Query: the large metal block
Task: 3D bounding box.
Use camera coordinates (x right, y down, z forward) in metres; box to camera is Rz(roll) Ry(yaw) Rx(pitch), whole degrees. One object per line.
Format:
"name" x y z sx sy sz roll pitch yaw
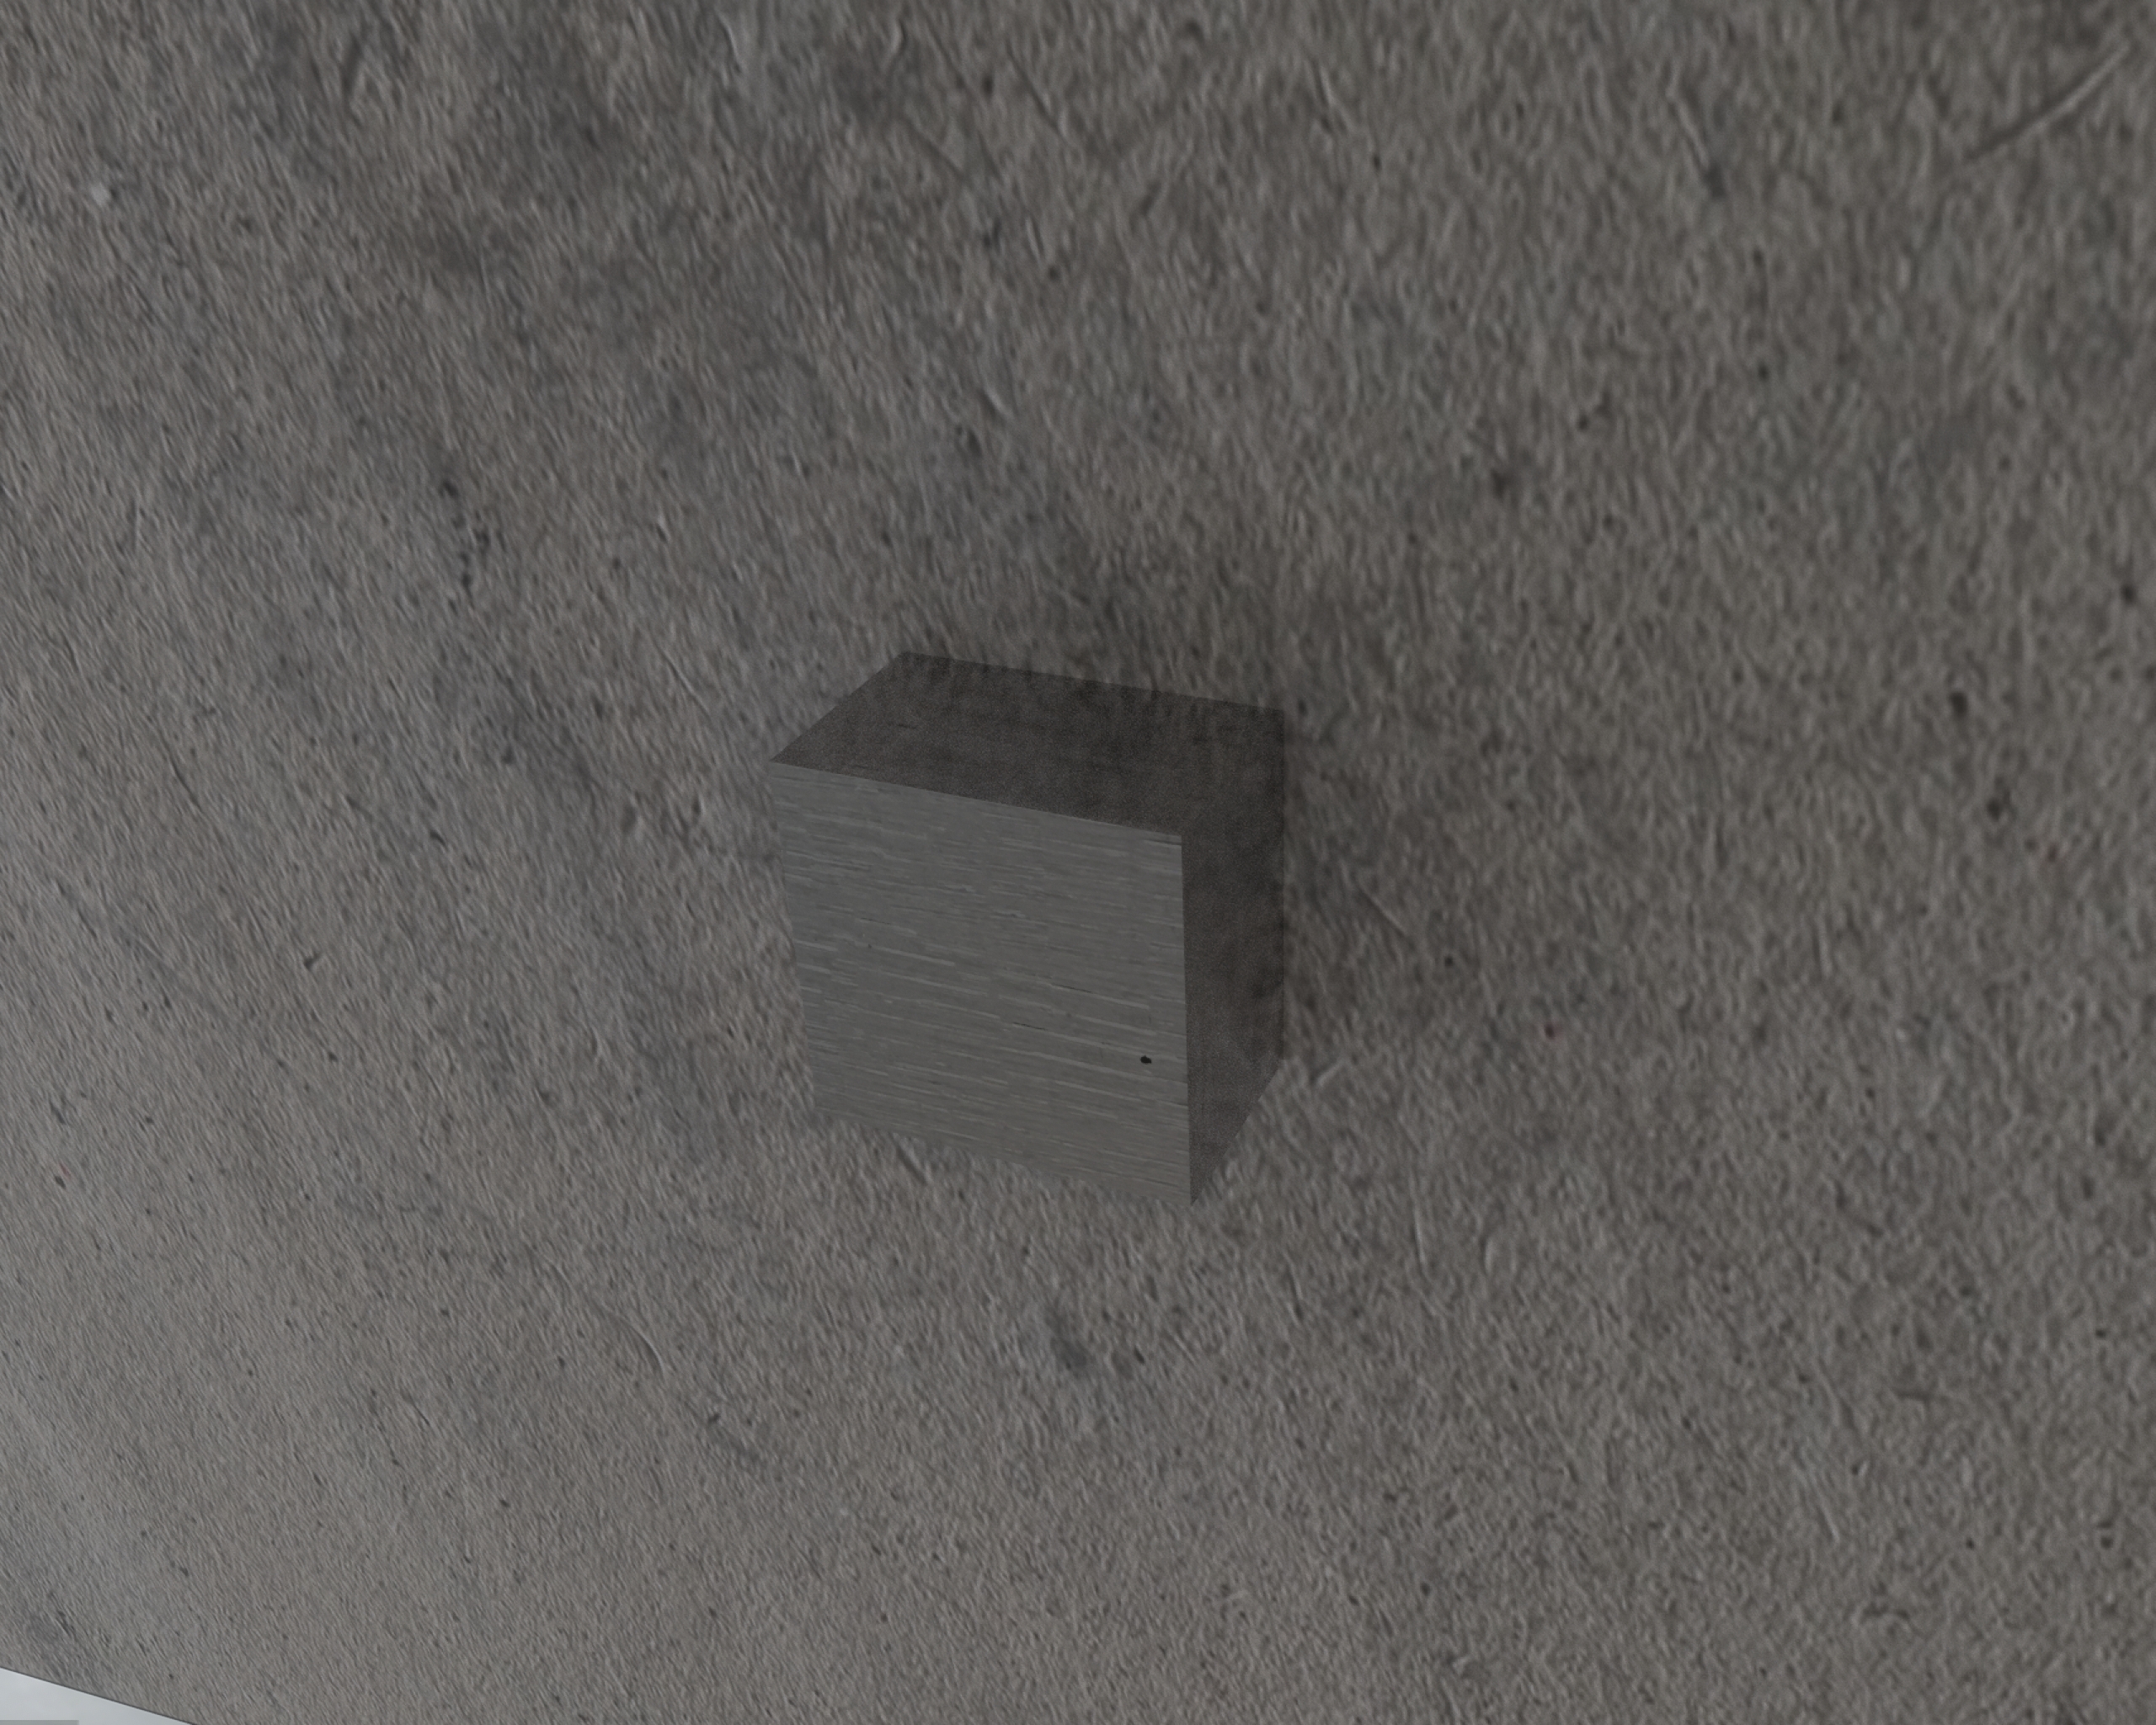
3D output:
"large metal block" -0.007 0.011 0.402 0.080 0.050 0.080 11 123 22
